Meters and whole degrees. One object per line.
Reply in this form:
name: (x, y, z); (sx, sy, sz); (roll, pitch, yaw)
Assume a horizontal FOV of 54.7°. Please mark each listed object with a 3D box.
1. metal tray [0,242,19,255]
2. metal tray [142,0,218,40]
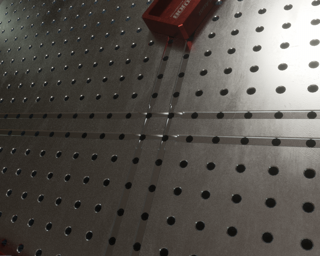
metal tray: (-0.247, 0.214, 0.401); (0.090, 0.030, 0.130); (14, 69, 33)
metal tray: (0.042, -0.212, 0.511); (0.090, 0.030, 0.130); (28, 76, 37)
